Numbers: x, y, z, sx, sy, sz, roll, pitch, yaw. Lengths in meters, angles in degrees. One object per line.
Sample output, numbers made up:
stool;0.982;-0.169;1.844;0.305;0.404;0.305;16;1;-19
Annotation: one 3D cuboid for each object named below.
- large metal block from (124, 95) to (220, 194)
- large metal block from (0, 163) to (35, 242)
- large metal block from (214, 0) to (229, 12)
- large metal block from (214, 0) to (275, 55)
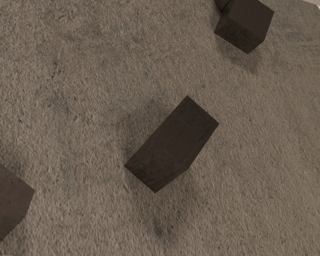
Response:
large metal block;0.013;0.020;0.365;0.050;0.080;0.080;42;51;0
large metal block;-0.151;0.075;0.242;0.050;0.080;0.080;40;51;-2
large metal block;0.148;-0.295;0.631;0.050;0.080;0.080;-7;65;-32
large metal block;0.160;-0.202;0.590;0.080;0.050;0.080;30;64;-10
